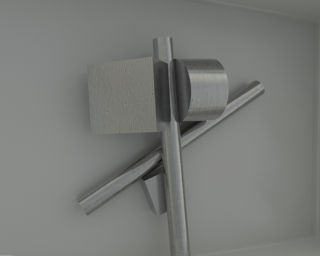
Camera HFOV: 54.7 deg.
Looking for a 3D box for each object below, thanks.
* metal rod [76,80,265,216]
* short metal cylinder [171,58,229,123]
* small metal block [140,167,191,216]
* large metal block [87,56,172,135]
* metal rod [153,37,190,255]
[{"bbox_3d":[0.027,0.018,0.419,0.302,0.025,0.025,-33,101,-17],"label":"metal rod"},{"bbox_3d":[0.044,-0.048,0.396,0.050,0.080,0.079,-5,92,-22],"label":"short metal cylinder"},{"bbox_3d":[0.007,0.081,0.413,0.050,0.025,0.050,-23,98,-19],"label":"small metal block"},{"bbox_3d":[-0.035,-0.035,0.363,0.080,0.050,0.079,-3,91,20],"label":"large metal block"},{"bbox_3d":[0.016,0.038,0.388,0.025,0.025,0.298,-5,91,-20],"label":"metal rod"}]
